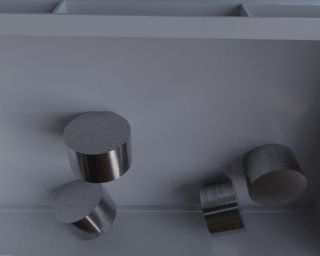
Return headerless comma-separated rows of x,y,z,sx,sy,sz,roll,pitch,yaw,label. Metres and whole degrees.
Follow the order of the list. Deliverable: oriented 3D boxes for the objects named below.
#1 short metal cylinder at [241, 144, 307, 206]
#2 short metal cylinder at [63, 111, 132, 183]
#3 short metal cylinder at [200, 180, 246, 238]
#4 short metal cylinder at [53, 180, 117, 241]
0.165,0.069,0.454,0.081,0.050,0.079,0,130,0,short metal cylinder
-0.076,0.023,0.391,0.081,0.080,0.050,1,130,-1,short metal cylinder
0.098,0.125,0.481,0.050,0.080,0.080,-16,128,13,short metal cylinder
-0.114,0.124,0.477,0.080,0.080,0.050,-15,129,12,short metal cylinder
